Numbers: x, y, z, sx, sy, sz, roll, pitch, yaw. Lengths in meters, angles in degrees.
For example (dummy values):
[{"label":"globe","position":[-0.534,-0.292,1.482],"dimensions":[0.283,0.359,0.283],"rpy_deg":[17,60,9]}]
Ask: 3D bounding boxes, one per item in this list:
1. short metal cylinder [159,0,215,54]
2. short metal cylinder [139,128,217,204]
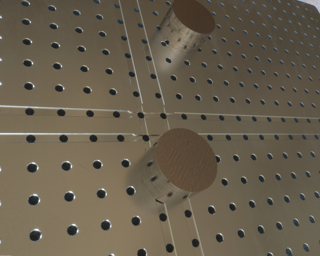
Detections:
[{"label":"short metal cylinder","position":[0.046,-0.173,0.524],"dimensions":[0.081,0.050,0.080],"rpy_deg":[14,56,-21]},{"label":"short metal cylinder","position":[0.022,0.047,0.377],"dimensions":[0.081,0.050,0.080],"rpy_deg":[14,56,-21]}]
